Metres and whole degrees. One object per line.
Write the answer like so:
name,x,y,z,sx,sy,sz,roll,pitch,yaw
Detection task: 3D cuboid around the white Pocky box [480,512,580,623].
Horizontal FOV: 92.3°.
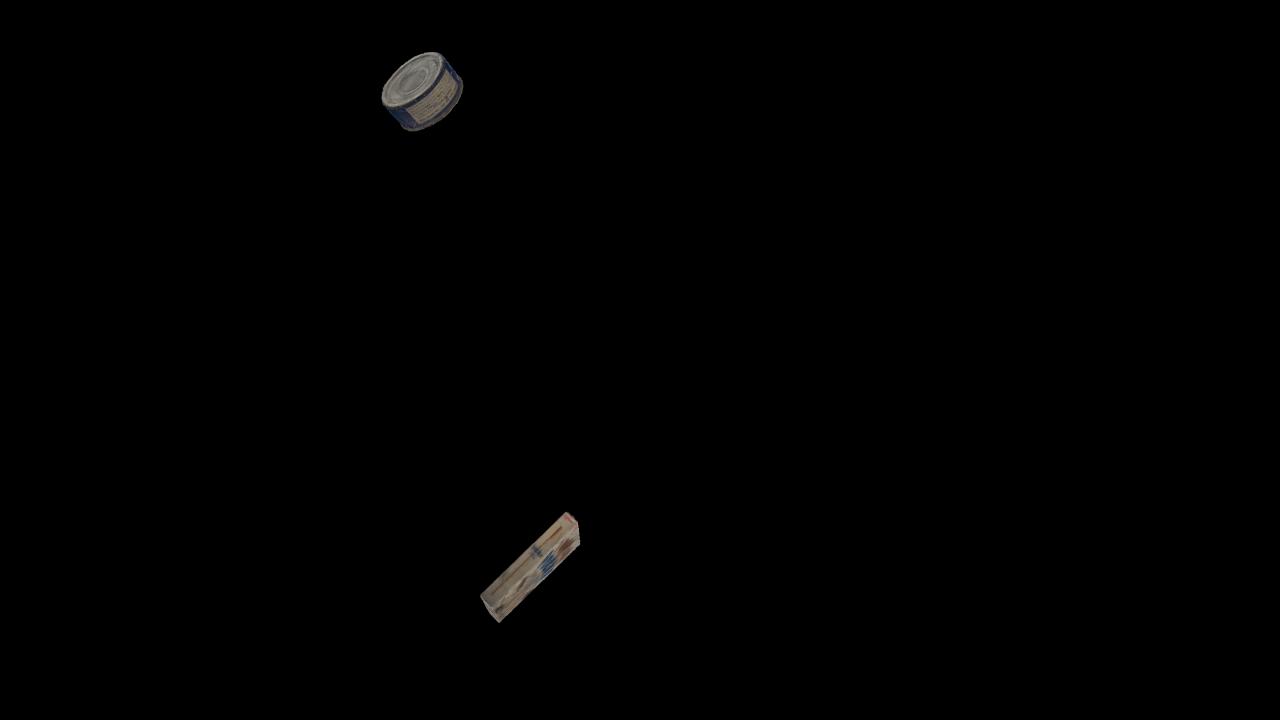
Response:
white Pocky box,-0.145,0.281,0.836,0.028,0.084,0.154,37,60,22

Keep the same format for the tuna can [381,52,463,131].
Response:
tuna can,-0.235,-0.290,0.662,0.084,0.084,0.034,0,-27,26
